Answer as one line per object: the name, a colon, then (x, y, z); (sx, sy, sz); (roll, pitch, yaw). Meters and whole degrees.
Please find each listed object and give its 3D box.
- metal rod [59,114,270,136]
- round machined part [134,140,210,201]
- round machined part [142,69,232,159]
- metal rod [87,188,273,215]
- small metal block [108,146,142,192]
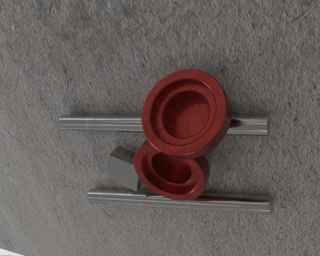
metal rod: (-0.014, -0.006, 0.410); (0.300, 0.025, 0.025); (1, 119, 27)
round machined part: (0.019, 0.047, 0.411); (0.098, 0.042, 0.097); (14, 130, 18)
round machined part: (0.032, -0.013, 0.349); (0.098, 0.042, 0.098); (-8, 70, 25)
metal rod: (0.011, 0.108, 0.467); (0.300, 0.025, 0.025); (-5, 116, 30)
small metal block: (-0.050, 0.062, 0.471); (0.050, 0.025, 0.050); (20, 126, 16)
